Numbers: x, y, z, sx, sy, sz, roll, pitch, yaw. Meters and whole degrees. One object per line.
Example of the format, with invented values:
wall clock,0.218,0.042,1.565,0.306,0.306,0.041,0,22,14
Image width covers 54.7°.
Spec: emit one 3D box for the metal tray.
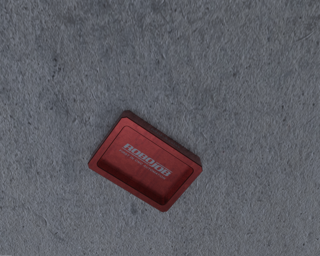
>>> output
metal tray,-0.019,0.047,0.426,0.130,0.030,0.090,34,106,-12
